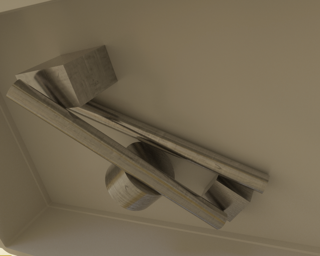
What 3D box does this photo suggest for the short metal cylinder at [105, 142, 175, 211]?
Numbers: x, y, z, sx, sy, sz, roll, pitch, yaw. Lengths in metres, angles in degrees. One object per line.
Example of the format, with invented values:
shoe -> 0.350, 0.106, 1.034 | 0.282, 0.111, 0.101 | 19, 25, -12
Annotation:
short metal cylinder -> -0.027, 0.066, 0.424 | 0.080, 0.080, 0.050 | 42, 129, -2

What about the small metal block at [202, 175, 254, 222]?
small metal block -> 0.088, 0.091, 0.416 | 0.050, 0.025, 0.050 | 33, 129, 6

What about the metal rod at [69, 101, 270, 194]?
metal rod -> -0.005, 0.014, 0.417 | 0.301, 0.025, 0.025 | 23, 127, 14

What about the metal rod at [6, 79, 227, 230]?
metal rod -> -0.042, 0.038, 0.376 | 0.301, 0.025, 0.025 | 34, 130, -11

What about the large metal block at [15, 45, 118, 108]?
large metal block -> -0.115, -0.063, 0.392 | 0.080, 0.080, 0.050 | -4, 117, 29
